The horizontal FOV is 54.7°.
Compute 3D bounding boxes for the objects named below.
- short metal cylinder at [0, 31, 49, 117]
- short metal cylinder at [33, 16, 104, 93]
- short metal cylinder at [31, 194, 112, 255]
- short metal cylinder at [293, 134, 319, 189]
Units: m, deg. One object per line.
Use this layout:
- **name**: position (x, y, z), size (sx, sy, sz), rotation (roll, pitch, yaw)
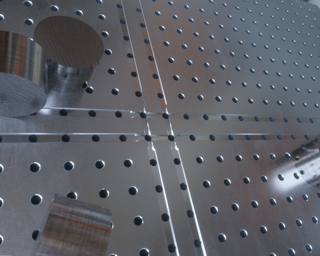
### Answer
- **short metal cylinder**: position (-0.159, -0.053, 0.319), size (0.081, 0.080, 0.050), rotation (6, 60, -25)
- **short metal cylinder**: position (-0.116, -0.091, 0.385), size (0.081, 0.050, 0.080), rotation (14, 56, -21)
- **short metal cylinder**: position (-0.080, 0.103, 0.267), size (0.050, 0.080, 0.080), rotation (21, 54, -16)
- **short metal cylinder**: position (0.267, 0.052, 0.503), size (0.081, 0.050, 0.080), rotation (14, 56, -21)
